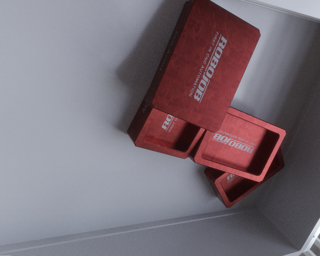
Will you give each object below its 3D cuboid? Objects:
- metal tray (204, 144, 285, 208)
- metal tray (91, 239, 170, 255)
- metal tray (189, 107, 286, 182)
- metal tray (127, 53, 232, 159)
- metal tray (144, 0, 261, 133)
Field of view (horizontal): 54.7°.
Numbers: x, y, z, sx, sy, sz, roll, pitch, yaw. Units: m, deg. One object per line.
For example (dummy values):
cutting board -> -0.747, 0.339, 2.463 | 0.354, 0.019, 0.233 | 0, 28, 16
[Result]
metal tray -> 0.148, 0.069, 0.531 | 0.130, 0.030, 0.090 | -35, 129, -6
metal tray -> -0.057, 0.238, 0.526 | 0.131, 0.030, 0.089 | 6, 115, -32
metal tray -> 0.113, 0.021, 0.457 | 0.131, 0.030, 0.089 | 19, 100, -24
metal tray -> 0.026, -0.028, 0.401 | 0.091, 0.030, 0.129 | 18, 109, -33
metal tray -> 0.049, -0.070, 0.358 | 0.091, 0.030, 0.129 | 22, 94, -21
